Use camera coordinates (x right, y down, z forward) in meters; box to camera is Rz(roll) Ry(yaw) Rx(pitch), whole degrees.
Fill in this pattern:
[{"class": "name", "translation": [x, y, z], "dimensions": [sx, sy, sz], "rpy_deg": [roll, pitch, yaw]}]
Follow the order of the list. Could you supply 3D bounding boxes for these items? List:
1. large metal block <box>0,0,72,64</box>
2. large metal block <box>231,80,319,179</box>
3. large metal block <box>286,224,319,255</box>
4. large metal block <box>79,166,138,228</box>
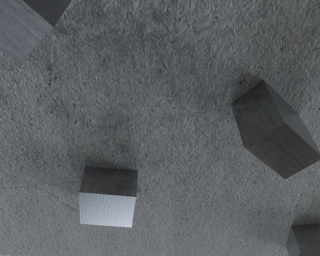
[{"class": "large metal block", "translation": [-0.131, -0.117, 0.270], "dimensions": [0.050, 0.080, 0.080], "rpy_deg": [-34, 123, 25]}, {"class": "large metal block", "translation": [0.138, 0.002, 0.374], "dimensions": [0.080, 0.080, 0.050], "rpy_deg": [35, 122, -26]}, {"class": "large metal block", "translation": [0.292, 0.226, 0.586], "dimensions": [0.080, 0.050, 0.080], "rpy_deg": [-6, 130, 5]}, {"class": "large metal block", "translation": [-0.079, 0.108, 0.482], "dimensions": [0.081, 0.050, 0.079], "rpy_deg": [6, 130, -6]}]
